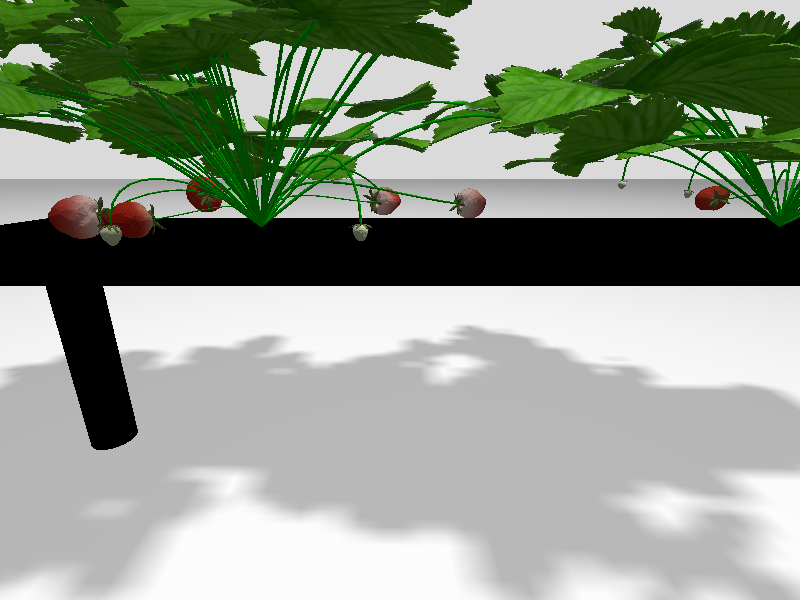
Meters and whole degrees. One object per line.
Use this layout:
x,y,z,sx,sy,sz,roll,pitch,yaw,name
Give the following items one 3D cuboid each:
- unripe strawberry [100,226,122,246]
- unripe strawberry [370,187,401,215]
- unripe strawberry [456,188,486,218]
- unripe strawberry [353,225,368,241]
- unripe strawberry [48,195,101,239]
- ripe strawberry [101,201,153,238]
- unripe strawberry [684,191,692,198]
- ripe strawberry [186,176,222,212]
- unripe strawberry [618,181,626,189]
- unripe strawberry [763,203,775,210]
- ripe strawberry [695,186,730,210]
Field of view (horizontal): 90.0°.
-0.174,-0.038,0.242,0.011,0.011,0.011,9,20,25,unripe strawberry
-0.014,-0.104,0.420,0.029,0.029,0.032,-13,22,-36,unripe strawberry
0.074,-0.099,0.411,0.030,0.030,0.028,-6,19,-19,unripe strawberry
-0.023,-0.039,0.233,0.009,0.010,0.010,-15,23,-38,unripe strawberry
-0.227,-0.058,0.280,0.028,0.030,0.026,-12,21,-30,unripe strawberry
-0.189,-0.055,0.278,0.029,0.025,0.029,-18,25,-42,ripe strawberry
0.369,-0.136,0.513,0.009,0.010,0.010,4,19,12,unripe strawberry
-0.230,-0.124,0.469,0.039,0.041,0.042,-14,22,-37,ripe strawberry
0.323,-0.167,0.582,0.011,0.011,0.010,0,18,-1,unripe strawberry
0.453,-0.116,0.492,0.011,0.010,0.010,14,23,36,unripe strawberry
0.361,-0.118,0.465,0.032,0.027,0.032,4,18,13,ripe strawberry
